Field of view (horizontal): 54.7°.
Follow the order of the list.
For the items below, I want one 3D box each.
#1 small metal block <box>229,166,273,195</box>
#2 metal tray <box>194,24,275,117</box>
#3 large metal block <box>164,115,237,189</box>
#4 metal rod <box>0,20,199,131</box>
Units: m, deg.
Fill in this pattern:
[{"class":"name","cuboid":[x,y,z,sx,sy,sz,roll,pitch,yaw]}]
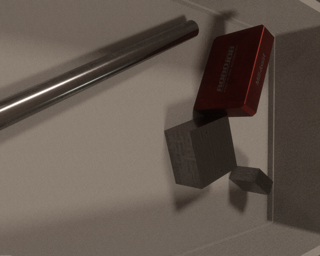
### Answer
[{"class":"small metal block","cuboid":[0.154,0.088,0.523,0.050,0.050,0.025,39,66,-33]},{"class":"metal tray","cuboid":[0.108,-0.081,0.457,0.030,0.090,0.130,29,72,-37]},{"class":"large metal block","cuboid":[0.060,0.031,0.443,0.081,0.050,0.079,-21,104,-38]},{"class":"metal rod","cuboid":[-0.056,-0.073,0.360,0.302,0.025,0.025,-34,112,-35]}]
